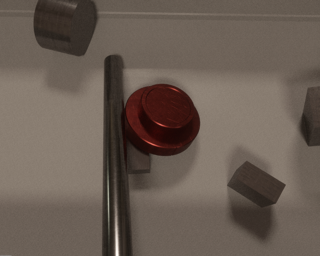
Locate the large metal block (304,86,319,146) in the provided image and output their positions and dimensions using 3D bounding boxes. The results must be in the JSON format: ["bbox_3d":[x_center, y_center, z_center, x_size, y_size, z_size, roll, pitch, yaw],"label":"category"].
[{"bbox_3d":[0.224,-0.015,0.377,0.080,0.080,0.050,-6,69,18],"label":"large metal block"}]

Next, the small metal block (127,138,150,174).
[{"bbox_3d":[-0.039,0.032,0.397,0.050,0.025,0.050,-3,70,-2],"label":"small metal block"}]

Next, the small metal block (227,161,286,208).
[{"bbox_3d":[0.114,0.069,0.373,0.050,0.050,0.025,32,73,10],"label":"small metal block"}]

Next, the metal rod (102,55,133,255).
[{"bbox_3d":[-0.050,0.013,0.343,0.025,0.025,0.300,-7,47,-3],"label":"metal rod"}]

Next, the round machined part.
[{"bbox_3d":[0.005,-0.017,0.390,0.099,0.042,0.098,9,54,-13],"label":"round machined part"}]

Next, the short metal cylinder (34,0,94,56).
[{"bbox_3d":[-0.131,-0.145,0.432,0.050,0.080,0.080,14,71,5],"label":"short metal cylinder"}]
